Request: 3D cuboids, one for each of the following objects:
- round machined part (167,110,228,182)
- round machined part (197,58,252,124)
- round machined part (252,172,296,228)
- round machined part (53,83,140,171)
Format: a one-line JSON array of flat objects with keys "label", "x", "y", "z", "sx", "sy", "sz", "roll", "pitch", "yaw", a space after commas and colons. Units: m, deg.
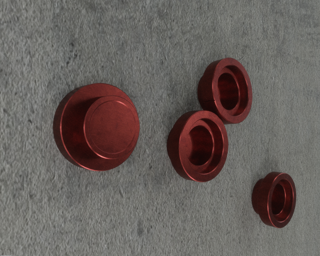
[{"label": "round machined part", "x": 0.048, "y": 0.024, "z": 0.434, "sx": 0.099, "sy": 0.042, "sz": 0.097, "roll": 0, "pitch": 90, "yaw": -40}, {"label": "round machined part", "x": 0.095, "y": -0.054, "z": 0.470, "sx": 0.099, "sy": 0.042, "sz": 0.097, "roll": 4, "pitch": 84, "yaw": -41}, {"label": "round machined part", "x": 0.205, "y": 0.128, "z": 0.565, "sx": 0.099, "sy": 0.042, "sz": 0.097, "roll": 0, "pitch": 90, "yaw": -40}, {"label": "round machined part", "x": -0.062, "y": -0.001, "z": 0.342, "sx": 0.099, "sy": 0.042, "sz": 0.097, "roll": 0, "pitch": 90, "yaw": -40}]
